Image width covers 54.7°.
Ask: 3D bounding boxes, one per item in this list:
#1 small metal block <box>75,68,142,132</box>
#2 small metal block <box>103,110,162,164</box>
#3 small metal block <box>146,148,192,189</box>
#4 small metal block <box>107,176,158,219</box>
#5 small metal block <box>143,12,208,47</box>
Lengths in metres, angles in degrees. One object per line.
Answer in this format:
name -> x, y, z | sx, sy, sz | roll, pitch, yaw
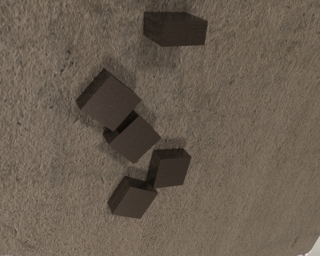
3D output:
small metal block -> -0.059, -0.032, 0.356 | 0.050, 0.025, 0.050 | -48, 129, 5
small metal block -> -0.035, 0.011, 0.396 | 0.050, 0.025, 0.050 | -44, 130, 2
small metal block -> 0.012, 0.058, 0.452 | 0.050, 0.025, 0.050 | -1, 119, -28
small metal block -> -0.040, 0.102, 0.450 | 0.050, 0.025, 0.050 | 23, 106, -37
small metal block -> 0.015, -0.108, 0.334 | 0.050, 0.050, 0.025 | -9, 123, -24
